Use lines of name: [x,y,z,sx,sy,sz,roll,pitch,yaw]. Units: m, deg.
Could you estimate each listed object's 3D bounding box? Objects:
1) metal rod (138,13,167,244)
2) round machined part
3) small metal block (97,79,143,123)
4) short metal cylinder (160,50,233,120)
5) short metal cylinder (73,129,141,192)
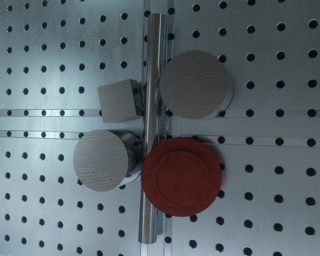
metal rod: [-0.010,0.002,0.412,0.025,0.025,0.298,3,91,20]
round machined part: [0.026,0.060,0.377,0.099,0.042,0.097,0,89,3]
small metal block: [-0.054,-0.036,0.427,0.050,0.025,0.050,-12,86,19]
short metal cylinder: [0.046,-0.050,0.378,0.080,0.050,0.079,0,90,20]
short metal cylinder: [-0.068,0.042,0.419,0.080,0.050,0.079,0,90,20]
